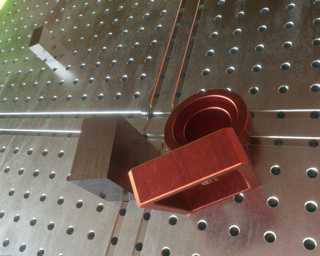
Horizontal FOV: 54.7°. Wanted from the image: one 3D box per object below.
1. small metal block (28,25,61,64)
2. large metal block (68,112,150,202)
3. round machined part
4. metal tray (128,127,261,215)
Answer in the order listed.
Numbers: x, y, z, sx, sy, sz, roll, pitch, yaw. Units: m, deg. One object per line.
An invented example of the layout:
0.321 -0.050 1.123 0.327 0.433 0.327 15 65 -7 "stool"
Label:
-0.227 -0.164 0.612 0.025 0.050 0.050 -13 56 21 "small metal block"
-0.057 0.039 0.379 0.050 0.080 0.080 -8 58 24 "large metal block"
0.058 0.005 0.357 0.098 0.042 0.098 -18 45 19 "round machined part"
0.041 0.048 0.288 0.090 0.130 0.030 -25 65 13 "metal tray"
